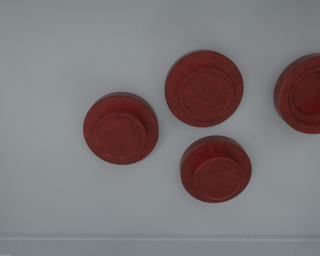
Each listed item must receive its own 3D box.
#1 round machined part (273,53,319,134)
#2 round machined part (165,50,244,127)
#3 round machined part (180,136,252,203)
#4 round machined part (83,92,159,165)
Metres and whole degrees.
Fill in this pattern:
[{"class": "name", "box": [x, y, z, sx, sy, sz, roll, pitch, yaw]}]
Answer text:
[{"class": "round machined part", "box": [0.191, -0.045, 0.389, 0.099, 0.042, 0.097, 0, 110, -1]}, {"class": "round machined part", "box": [0.056, -0.046, 0.386, 0.099, 0.042, 0.097, 0, 110, -1]}, {"class": "round machined part", "box": [0.078, 0.063, 0.427, 0.099, 0.042, 0.097, 0, 110, -1]}, {"class": "round machined part", "box": [-0.051, 0.005, 0.404, 0.099, 0.042, 0.097, 0, 110, -1]}]
